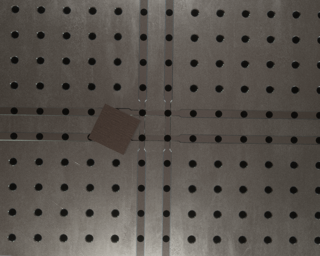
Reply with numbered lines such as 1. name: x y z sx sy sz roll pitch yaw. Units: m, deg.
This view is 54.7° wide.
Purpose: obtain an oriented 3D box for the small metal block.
1. small metal block: -0.059 0.002 0.413 0.050 0.025 0.050 26 90 -1
